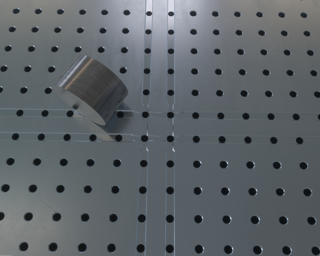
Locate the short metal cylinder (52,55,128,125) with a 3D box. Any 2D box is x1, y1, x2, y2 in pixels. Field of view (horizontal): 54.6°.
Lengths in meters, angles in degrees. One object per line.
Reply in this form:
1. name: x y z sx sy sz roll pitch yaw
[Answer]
1. short metal cylinder: -0.089 -0.047 0.399 0.080 0.080 0.050 31 73 10
